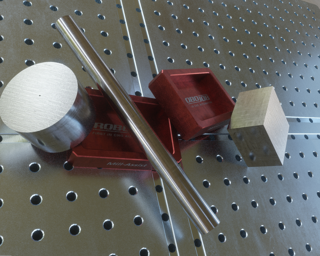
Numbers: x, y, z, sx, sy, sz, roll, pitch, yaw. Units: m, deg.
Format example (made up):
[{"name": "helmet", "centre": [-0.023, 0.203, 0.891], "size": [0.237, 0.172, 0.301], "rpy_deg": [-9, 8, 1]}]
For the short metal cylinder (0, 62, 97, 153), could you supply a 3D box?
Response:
[{"name": "short metal cylinder", "centre": [-0.113, -0.021, 0.321], "size": [0.080, 0.050, 0.080], "rpy_deg": [-4, 63, 9]}]

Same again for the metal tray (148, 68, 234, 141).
[{"name": "metal tray", "centre": [0.054, -0.039, 0.433], "size": [0.131, 0.030, 0.090], "rpy_deg": [-16, 70, -52]}]

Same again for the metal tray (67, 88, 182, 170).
[{"name": "metal tray", "centre": [-0.043, 0.003, 0.379], "size": [0.131, 0.030, 0.090], "rpy_deg": [6, 59, -25]}]

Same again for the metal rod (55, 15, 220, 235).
[{"name": "metal rod", "centre": [-0.032, -0.011, 0.359], "size": [0.025, 0.025, 0.299], "rpy_deg": [-28, 77, -37]}]

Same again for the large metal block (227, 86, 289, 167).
[{"name": "large metal block", "centre": [0.145, -0.001, 0.448], "size": [0.080, 0.050, 0.080], "rpy_deg": [55, 45, -30]}]
